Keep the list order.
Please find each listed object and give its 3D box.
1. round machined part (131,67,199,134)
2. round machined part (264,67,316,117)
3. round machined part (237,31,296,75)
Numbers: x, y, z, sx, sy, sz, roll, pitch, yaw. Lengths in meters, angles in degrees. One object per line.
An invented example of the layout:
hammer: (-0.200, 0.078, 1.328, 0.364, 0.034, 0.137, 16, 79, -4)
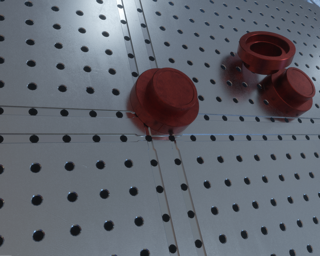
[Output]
round machined part: (0.012, -0.045, 0.431, 0.099, 0.042, 0.098, 14, 56, -21)
round machined part: (0.245, -0.073, 0.573, 0.099, 0.042, 0.098, 13, 56, -21)
round machined part: (0.190, -0.133, 0.564, 0.099, 0.042, 0.098, 1, 46, -1)
